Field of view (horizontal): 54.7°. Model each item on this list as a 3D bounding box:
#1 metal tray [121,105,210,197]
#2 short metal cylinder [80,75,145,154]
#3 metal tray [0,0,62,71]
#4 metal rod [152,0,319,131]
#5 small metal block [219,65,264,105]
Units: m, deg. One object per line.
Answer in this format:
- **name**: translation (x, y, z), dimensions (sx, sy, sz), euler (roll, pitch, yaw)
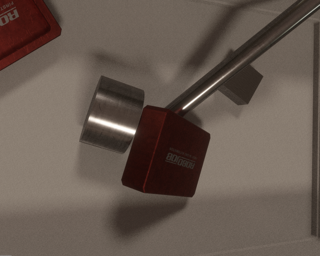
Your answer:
- **metal tray**: translation (0.014, 0.034, 0.375), dimensions (0.130, 0.030, 0.090), euler (25, 80, -58)
- **short metal cylinder**: translation (-0.056, -0.015, 0.359), dimensions (0.050, 0.080, 0.080), euler (18, 84, -16)
- **metal tray**: translation (-0.185, -0.108, 0.326), dimensions (0.131, 0.030, 0.090), euler (-38, 119, -16)
- **metal rod**: translation (0.107, -0.091, 0.387), dimensions (0.300, 0.025, 0.025), euler (-39, 104, 9)
- **small metal block**: translation (0.115, -0.068, 0.455), dimensions (0.050, 0.025, 0.050), euler (34, 79, -17)
